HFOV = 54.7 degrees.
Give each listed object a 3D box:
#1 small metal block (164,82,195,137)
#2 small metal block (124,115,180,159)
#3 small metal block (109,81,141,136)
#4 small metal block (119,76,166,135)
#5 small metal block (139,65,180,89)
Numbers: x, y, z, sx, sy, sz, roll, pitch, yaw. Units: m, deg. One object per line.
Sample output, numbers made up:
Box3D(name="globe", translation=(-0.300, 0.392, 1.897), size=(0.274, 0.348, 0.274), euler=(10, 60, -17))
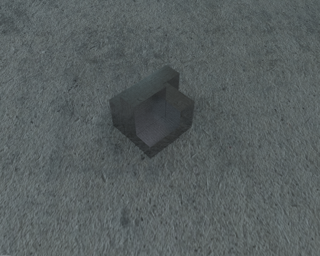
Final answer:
Box3D(name="small metal block", translation=(0.017, -0.024, 0.408), size=(0.025, 0.050, 0.050), euler=(-36, 59, -26))
Box3D(name="small metal block", translation=(-0.010, 0.004, 0.401), size=(0.050, 0.025, 0.050), euler=(-35, 59, -26))
Box3D(name="small metal block", translation=(-0.037, -0.025, 0.409), size=(0.050, 0.050, 0.025), euler=(-36, 59, -27))
Box3D(name="small metal block", translation=(-0.020, -0.027, 0.378), size=(0.050, 0.050, 0.025), euler=(-36, 59, -27))
Box3D(name="small metal block", translation=(0.000, -0.052, 0.432), size=(0.050, 0.050, 0.025), euler=(-36, 59, -27))
